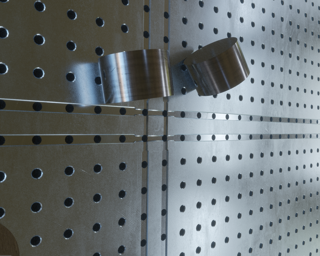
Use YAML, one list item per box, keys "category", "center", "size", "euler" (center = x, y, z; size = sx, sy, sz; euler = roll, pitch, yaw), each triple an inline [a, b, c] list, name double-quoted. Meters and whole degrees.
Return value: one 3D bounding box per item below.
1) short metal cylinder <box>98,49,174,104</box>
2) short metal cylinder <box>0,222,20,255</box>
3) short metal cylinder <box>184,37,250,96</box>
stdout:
- category: "short metal cylinder"
  center: [-0.027, -0.057, 0.353]
  size: [0.081, 0.080, 0.050]
  euler: [-13, 99, -40]
- category: "short metal cylinder"
  center: [-0.166, 0.109, 0.255]
  size: [0.081, 0.050, 0.079]
  euler: [-1, 91, -40]
- category: "short metal cylinder"
  center: [0.081, -0.088, 0.443]
  size: [0.080, 0.080, 0.050]
  euler: [-43, 117, -32]
